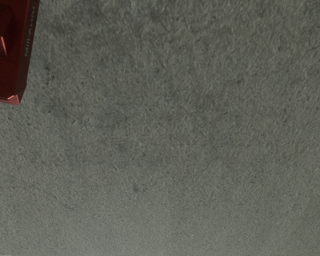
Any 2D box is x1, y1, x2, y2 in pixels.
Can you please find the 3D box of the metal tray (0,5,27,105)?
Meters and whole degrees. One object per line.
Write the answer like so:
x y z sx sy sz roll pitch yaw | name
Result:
-0.188 -0.074 0.304 0.091 0.030 0.129 13 153 -12 | metal tray

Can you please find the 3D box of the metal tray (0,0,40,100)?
-0.165 -0.100 0.281 0.091 0.030 0.129 14 106 -8 | metal tray
